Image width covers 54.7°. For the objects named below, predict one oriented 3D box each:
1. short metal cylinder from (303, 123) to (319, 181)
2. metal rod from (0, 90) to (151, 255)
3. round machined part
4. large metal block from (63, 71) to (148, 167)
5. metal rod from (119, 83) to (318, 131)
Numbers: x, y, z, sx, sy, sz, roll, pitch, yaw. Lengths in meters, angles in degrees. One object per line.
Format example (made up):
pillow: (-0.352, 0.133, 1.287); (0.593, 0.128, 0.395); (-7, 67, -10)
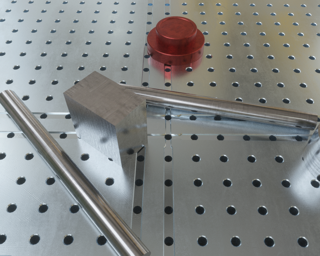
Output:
short metal cylinder: (0.222, 0.028, 0.371); (0.081, 0.050, 0.080); (0, 50, 0)
metal rod: (-0.118, 0.043, 0.370); (0.025, 0.025, 0.300); (-34, 58, -26)
round machined part: (0.027, -0.154, 0.526); (0.099, 0.042, 0.098); (0, 50, 0)
large metal block: (-0.063, -0.011, 0.380); (0.080, 0.080, 0.050); (31, 56, 23)
metal rod: (0.060, -0.033, 0.435); (0.302, 0.025, 0.025); (9, 51, 7)
